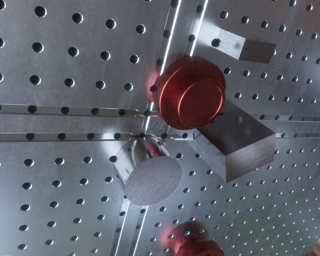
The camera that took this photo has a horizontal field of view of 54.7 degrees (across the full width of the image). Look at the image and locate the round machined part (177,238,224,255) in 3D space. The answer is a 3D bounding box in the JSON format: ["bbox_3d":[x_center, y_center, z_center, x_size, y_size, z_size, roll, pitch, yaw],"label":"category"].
[{"bbox_3d":[0.071,0.252,0.595,0.099,0.042,0.097,-14,124,-21],"label":"round machined part"}]

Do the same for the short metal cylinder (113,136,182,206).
[{"bbox_3d":[-0.018,0.058,0.421,0.081,0.050,0.079,-14,124,-21],"label":"short metal cylinder"}]

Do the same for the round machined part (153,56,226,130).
[{"bbox_3d":[0.045,-0.039,0.400,0.099,0.042,0.097,-14,124,-21],"label":"round machined part"}]

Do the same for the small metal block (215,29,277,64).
[{"bbox_3d":[0.106,-0.103,0.389,0.050,0.050,0.025,0,118,-29],"label":"small metal block"}]

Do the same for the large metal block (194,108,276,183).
[{"bbox_3d":[0.105,0.022,0.446,0.081,0.080,0.050,-22,127,-16],"label":"large metal block"}]
